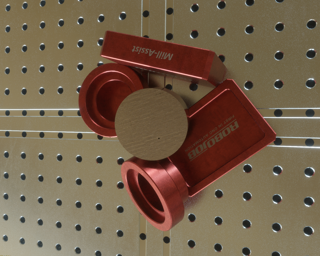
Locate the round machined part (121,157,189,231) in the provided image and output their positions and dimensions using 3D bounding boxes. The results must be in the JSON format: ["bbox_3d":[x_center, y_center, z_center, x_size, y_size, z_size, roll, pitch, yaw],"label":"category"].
[{"bbox_3d":[-0.003,0.074,0.385,0.098,0.042,0.097,37,143,35],"label":"round machined part"}]

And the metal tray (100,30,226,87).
[{"bbox_3d":[0.007,-0.081,0.375,0.130,0.090,0.030,16,96,19],"label":"metal tray"}]

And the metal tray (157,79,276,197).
[{"bbox_3d":[0.064,0.013,0.386,0.130,0.030,0.090,-38,78,15],"label":"metal tray"}]

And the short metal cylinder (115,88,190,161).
[{"bbox_3d":[-0.007,-0.007,0.361,0.080,0.050,0.079,1,99,7],"label":"short metal cylinder"}]

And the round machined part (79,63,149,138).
[{"bbox_3d":[-0.057,-0.036,0.423,0.098,0.042,0.097,0,90,19],"label":"round machined part"}]
